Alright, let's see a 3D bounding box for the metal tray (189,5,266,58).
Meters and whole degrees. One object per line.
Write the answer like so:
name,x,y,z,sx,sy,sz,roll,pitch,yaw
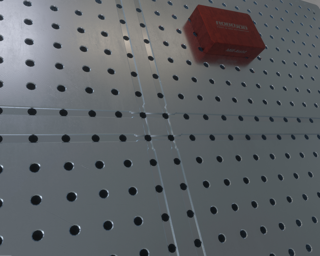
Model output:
metal tray,0.128,-0.180,0.583,0.131,0.030,0.090,-3,63,-30
